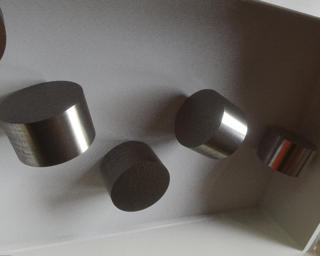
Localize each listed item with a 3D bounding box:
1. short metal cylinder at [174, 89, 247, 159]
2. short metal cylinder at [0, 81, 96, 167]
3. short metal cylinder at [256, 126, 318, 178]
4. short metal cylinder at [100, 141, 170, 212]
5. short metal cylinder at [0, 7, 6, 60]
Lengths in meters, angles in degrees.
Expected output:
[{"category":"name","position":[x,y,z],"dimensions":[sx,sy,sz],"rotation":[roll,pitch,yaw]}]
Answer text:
[{"category":"short metal cylinder","position":[0.065,-0.004,0.406],"dimensions":[0.050,0.080,0.080],"rotation":[27,104,-38]},{"category":"short metal cylinder","position":[-0.110,-0.006,0.309],"dimensions":[0.081,0.080,0.050],"rotation":[-20,126,-17]},{"category":"short metal cylinder","position":[0.208,0.037,0.509],"dimensions":[0.081,0.080,0.050],"rotation":[9,114,-32]},{"category":"short metal cylinder","position":[-0.034,0.064,0.413],"dimensions":[0.081,0.050,0.079],"rotation":[-14,124,-21]},{"category":"short metal cylinder","position":[-0.169,-0.083,0.249],"dimensions":[0.081,0.050,0.079],"rotation":[-14,124,-21]}]
